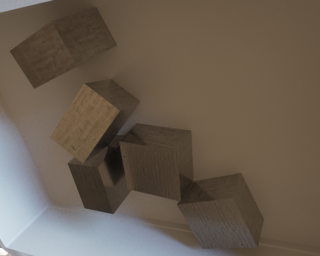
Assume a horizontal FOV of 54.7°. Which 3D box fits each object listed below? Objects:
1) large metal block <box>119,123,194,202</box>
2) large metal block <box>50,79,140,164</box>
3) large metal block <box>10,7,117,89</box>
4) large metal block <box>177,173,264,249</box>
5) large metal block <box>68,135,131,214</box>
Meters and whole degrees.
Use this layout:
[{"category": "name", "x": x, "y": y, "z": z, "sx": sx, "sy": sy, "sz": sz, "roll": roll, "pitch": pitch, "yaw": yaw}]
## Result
[{"category": "large metal block", "x": -0.002, "y": 0.045, "z": 0.420, "sx": 0.080, "sy": 0.050, "sz": 0.079, "roll": 8, "pitch": 122, "yaw": 23}, {"category": "large metal block", "x": -0.078, "y": -0.012, "z": 0.390, "sx": 0.050, "sy": 0.080, "sz": 0.080, "roll": 38, "pitch": 107, "yaw": 2}, {"category": "large metal block", "x": -0.113, "y": -0.096, "z": 0.371, "sx": 0.080, "sy": 0.080, "sz": 0.050, "roll": -17, "pitch": 110, "yaw": 34}, {"category": "large metal block", "x": 0.083, "y": 0.114, "z": 0.418, "sx": 0.080, "sy": 0.050, "sz": 0.080, "roll": -17, "pitch": 110, "yaw": 34}, {"category": "large metal block", "x": -0.077, "y": 0.064, "z": 0.452, "sx": 0.050, "sy": 0.080, "sz": 0.079, "roll": 3, "pitch": 120, "yaw": 26}]
